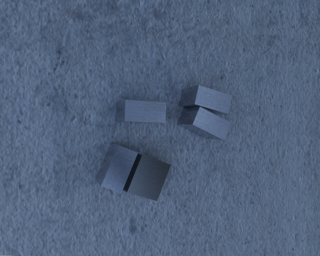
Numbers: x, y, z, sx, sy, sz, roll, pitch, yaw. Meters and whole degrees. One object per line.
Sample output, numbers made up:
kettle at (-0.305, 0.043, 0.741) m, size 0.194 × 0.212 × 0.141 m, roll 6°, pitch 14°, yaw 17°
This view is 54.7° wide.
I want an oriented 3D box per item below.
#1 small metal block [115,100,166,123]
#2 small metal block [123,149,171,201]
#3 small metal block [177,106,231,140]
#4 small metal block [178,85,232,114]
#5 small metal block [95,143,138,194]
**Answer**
small metal block at (-0.025, -0.019, 0.387) m, size 0.050 × 0.050 × 0.025 m, roll 2°, pitch 90°, yaw -20°
small metal block at (-0.020, 0.061, 0.395) m, size 0.050 × 0.025 × 0.050 m, roll 27°, pitch 80°, yaw -39°
small metal block at (0.058, -0.006, 0.419) m, size 0.050 × 0.050 × 0.025 m, roll 26°, pitch 82°, yaw -19°
small metal block at (0.060, -0.036, 0.419) m, size 0.050 × 0.050 × 0.025 m, roll 14°, pitch 85°, yaw -20°
small metal block at (-0.054, 0.047, 0.376) m, size 0.025 × 0.050 × 0.050 m, roll 24°, pitch 82°, yaw -17°
